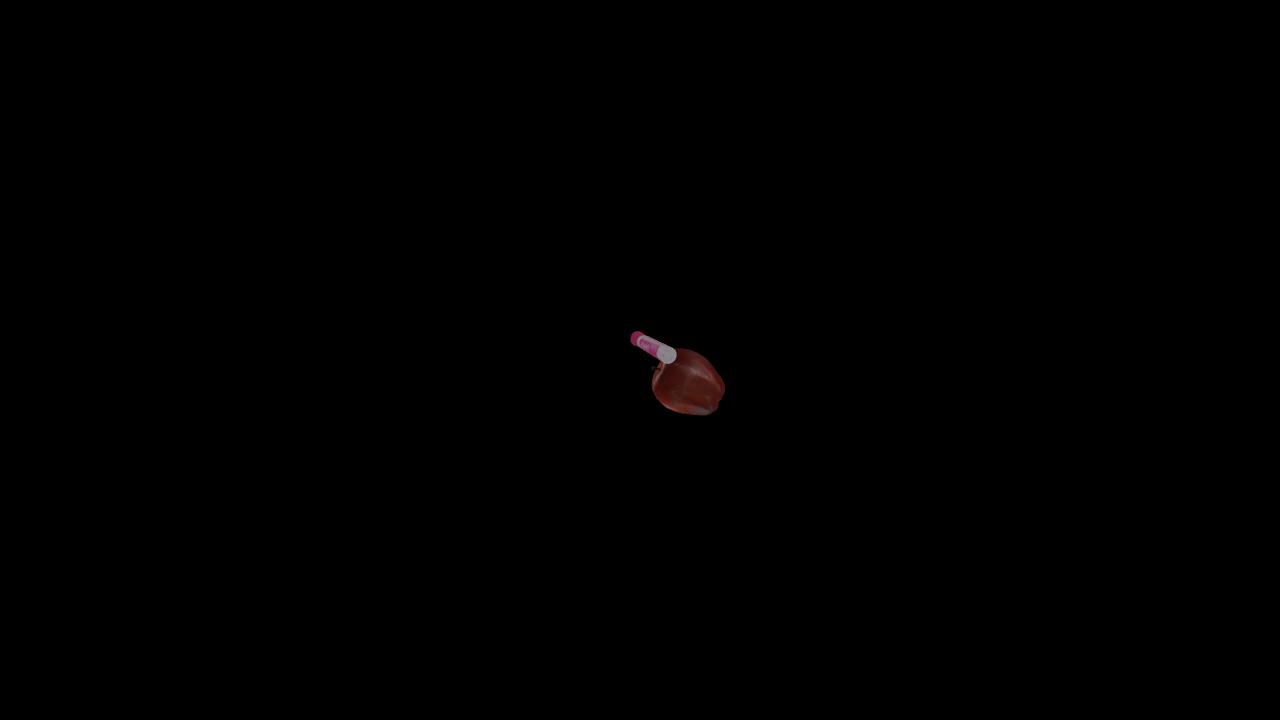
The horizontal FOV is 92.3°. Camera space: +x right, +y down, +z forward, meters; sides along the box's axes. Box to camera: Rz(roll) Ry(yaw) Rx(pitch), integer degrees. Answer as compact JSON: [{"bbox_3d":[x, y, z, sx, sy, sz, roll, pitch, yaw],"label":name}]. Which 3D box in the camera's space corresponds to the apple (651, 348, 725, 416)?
[{"bbox_3d":[0.057,0.028,0.755,0.093,0.079,0.079,28,0,1],"label":"apple"}]

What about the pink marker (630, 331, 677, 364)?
[{"bbox_3d":[0.013,-0.016,0.717,0.020,0.020,0.121,0,11,-18],"label":"pink marker"}]
